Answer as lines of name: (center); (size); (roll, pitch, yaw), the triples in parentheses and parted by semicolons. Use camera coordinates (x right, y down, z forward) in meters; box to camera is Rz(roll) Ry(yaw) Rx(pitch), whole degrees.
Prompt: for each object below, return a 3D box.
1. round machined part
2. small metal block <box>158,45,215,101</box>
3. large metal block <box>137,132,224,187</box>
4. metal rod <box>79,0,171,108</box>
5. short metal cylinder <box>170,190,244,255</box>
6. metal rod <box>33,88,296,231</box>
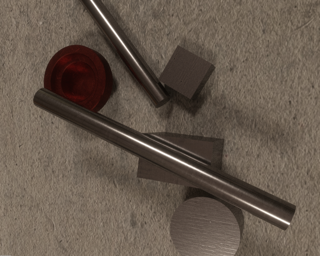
round machined part: (-0.110, -0.064, 0.437); (0.098, 0.042, 0.097); (0, 90, 19)
small metal block: (0.034, -0.070, 0.396); (0.050, 0.025, 0.050); (33, 101, 16)
large metal block: (0.028, 0.035, 0.369); (0.080, 0.080, 0.050); (7, 92, 19)
metal rod: (-0.080, -0.154, 0.435); (0.025, 0.025, 0.299); (-38, 78, 16)
short metal cylinder: (0.058, 0.118, 0.375); (0.080, 0.050, 0.079); (0, 90, 19)
metal rod: (-0.012, 0.023, 0.327); (0.301, 0.025, 0.025); (24, 98, 18)
